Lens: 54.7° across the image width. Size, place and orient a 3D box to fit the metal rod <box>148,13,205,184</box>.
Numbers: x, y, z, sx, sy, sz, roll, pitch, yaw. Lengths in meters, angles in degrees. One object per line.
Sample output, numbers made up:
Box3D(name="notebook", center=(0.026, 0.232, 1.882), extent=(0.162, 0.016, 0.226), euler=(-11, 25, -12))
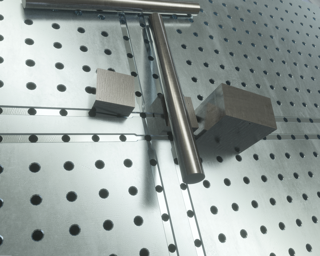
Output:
Box3D(name="metal rod", center=(0.014, -0.063, 0.424), extent=(0.025, 0.025, 0.300), euler=(9, 49, -24))

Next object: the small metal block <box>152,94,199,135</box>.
Box3D(name="small metal block", center=(0.021, -0.017, 0.430), extent=(0.050, 0.025, 0.050), euler=(2, 61, -27))

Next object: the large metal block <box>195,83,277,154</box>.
Box3D(name="large metal block", center=(0.100, -0.010, 0.432), extent=(0.081, 0.080, 0.050), euler=(13, 56, -21))

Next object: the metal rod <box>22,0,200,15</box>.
Box3D(name="metal rod", center=(-0.058, -0.198, 0.497), extent=(0.303, 0.025, 0.025), euler=(-11, 68, -33))

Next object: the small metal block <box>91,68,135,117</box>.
Box3D(name="small metal block", center=(-0.061, -0.046, 0.403), extent=(0.050, 0.025, 0.050), euler=(10, 58, -23))
